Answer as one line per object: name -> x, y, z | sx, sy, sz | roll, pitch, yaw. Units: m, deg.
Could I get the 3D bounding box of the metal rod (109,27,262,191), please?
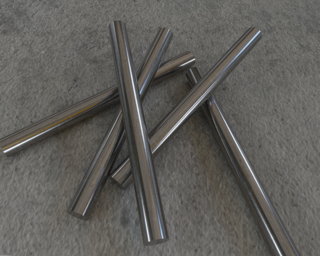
metal rod -> 0.046, -0.039, 0.407 | 0.025, 0.025, 0.301 | 33, 66, 24

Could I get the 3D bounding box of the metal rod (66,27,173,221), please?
metal rod -> -0.039, -0.027, 0.403 | 0.025, 0.025, 0.300 | 15, 58, 11

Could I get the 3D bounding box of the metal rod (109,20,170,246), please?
metal rod -> -0.032, -0.018, 0.368 | 0.025, 0.025, 0.299 | -8, 59, -8

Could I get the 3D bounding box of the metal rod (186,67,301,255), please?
metal rod -> 0.089, 0.028, 0.380 | 0.025, 0.025, 0.300 | -11, 51, -10

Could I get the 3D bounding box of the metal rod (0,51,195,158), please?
metal rod -> -0.072, -0.043, 0.438 | 0.302, 0.025, 0.025 | -30, 56, -23
